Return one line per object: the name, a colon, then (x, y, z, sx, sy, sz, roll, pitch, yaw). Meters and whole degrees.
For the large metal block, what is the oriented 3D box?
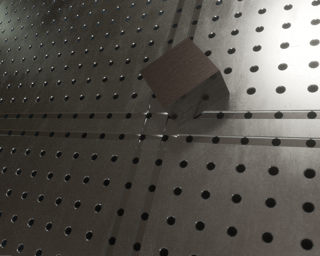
large metal block: (0.032, -0.061, 0.412, 0.080, 0.050, 0.080, -35, 52, 5)
